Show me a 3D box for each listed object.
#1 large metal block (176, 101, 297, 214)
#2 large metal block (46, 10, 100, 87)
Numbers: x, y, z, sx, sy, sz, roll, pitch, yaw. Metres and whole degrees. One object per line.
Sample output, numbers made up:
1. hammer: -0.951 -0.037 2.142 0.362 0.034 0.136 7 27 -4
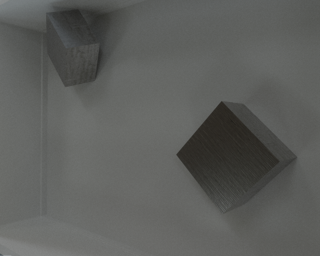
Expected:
1. large metal block: 0.078 0.029 0.326 0.080 0.050 0.080 52 120 27
2. large metal block: -0.138 -0.125 0.486 0.080 0.050 0.080 57 148 24
